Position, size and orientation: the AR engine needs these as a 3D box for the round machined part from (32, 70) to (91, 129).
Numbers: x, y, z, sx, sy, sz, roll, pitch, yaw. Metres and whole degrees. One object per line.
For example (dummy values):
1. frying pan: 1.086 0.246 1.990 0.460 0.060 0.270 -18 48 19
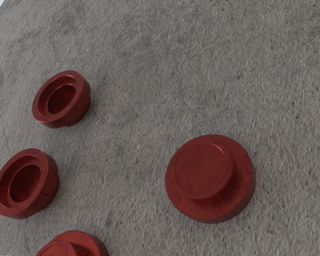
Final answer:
1. round machined part: -0.152 -0.041 0.499 0.098 0.042 0.098 -13 56 21

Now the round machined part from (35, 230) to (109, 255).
1. round machined part: -0.108 0.165 0.349 0.098 0.042 0.098 -13 56 21

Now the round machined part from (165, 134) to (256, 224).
1. round machined part: 0.050 0.050 0.336 0.098 0.042 0.098 -13 56 21

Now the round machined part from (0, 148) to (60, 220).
1. round machined part: -0.184 0.081 0.440 0.098 0.042 0.098 -13 56 21
